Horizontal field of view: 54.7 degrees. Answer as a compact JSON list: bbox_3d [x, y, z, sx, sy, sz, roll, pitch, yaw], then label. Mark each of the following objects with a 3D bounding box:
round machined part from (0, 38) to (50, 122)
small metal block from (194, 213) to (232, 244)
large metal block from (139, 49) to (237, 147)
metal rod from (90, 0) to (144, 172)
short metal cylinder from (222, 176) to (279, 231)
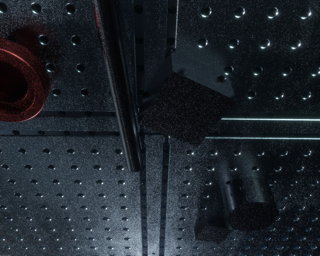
[{"bbox_3d":[-0.174,-0.057,0.349,0.099,0.042,0.097,-1,130,0],"label":"round machined part"},{"bbox_3d":[0.097,0.186,0.572,0.050,0.025,0.050,14,129,-12],"label":"small metal block"},{"bbox_3d":[0.029,-0.033,0.368,0.080,0.050,0.080,22,127,-18],"label":"large metal block"},{"bbox_3d":[-0.048,-0.057,0.362,0.025,0.025,0.298,-4,130,3],"label":"metal rod"},{"bbox_3d":[0.145,0.124,0.503,0.081,0.050,0.079,0,130,0],"label":"short metal cylinder"}]
